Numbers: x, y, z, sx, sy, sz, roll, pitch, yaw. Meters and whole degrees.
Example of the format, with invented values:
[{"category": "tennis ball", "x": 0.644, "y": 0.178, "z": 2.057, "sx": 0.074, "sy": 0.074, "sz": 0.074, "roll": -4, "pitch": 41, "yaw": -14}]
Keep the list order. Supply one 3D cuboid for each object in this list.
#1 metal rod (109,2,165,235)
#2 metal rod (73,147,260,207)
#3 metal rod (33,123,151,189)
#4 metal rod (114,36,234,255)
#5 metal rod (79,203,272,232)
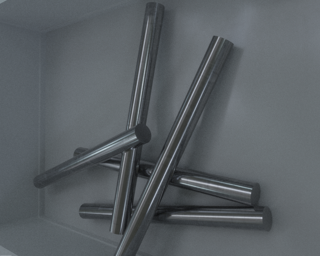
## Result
[{"category": "metal rod", "x": -0.030, "y": -0.013, "z": 0.405, "sx": 0.025, "sy": 0.025, "sz": 0.298, "roll": 9, "pitch": 89, "yaw": 39}, {"category": "metal rod", "x": -0.016, "y": 0.057, "z": 0.416, "sx": 0.300, "sy": 0.025, "sz": 0.025, "roll": 6, "pitch": 94, "yaw": 39}, {"category": "metal rod", "x": -0.120, "y": 0.053, "z": 0.469, "sx": 0.299, "sy": 0.025, "sz": 0.025, "roll": -25, "pitch": 75, "yaw": 42}, {"category": "metal rod", "x": 0.011, "y": 0.037, "z": 0.368, "sx": 0.025, "sy": 0.025, "sz": 0.298, "roll": 30, "pitch": 101, "yaw": 35}, {"category": "metal rod", "x": -0.006, "y": 0.113, "z": 0.408, "sx": 0.300, "sy": 0.025, "sz": 0.025, "roll": -10, "pitch": 84, "yaw": 39}]
